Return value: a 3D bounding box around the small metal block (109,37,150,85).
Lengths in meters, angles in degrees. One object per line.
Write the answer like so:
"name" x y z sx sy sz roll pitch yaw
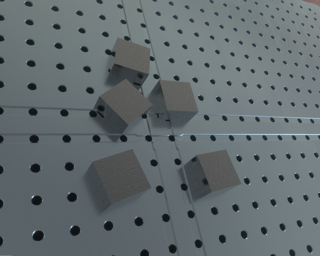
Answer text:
"small metal block" -0.043 -0.095 0.443 0.050 0.025 0.050 14 56 -20

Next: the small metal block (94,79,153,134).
"small metal block" -0.046 -0.028 0.400 0.050 0.025 0.050 45 51 3

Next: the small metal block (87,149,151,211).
"small metal block" -0.046 0.057 0.348 0.050 0.025 0.050 -16 70 -34

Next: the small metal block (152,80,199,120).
"small metal block" 0.022 -0.039 0.443 0.050 0.025 0.050 1 62 -28

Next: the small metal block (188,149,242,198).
"small metal block" 0.072 0.059 0.410 0.050 0.025 0.050 -7 65 -31
